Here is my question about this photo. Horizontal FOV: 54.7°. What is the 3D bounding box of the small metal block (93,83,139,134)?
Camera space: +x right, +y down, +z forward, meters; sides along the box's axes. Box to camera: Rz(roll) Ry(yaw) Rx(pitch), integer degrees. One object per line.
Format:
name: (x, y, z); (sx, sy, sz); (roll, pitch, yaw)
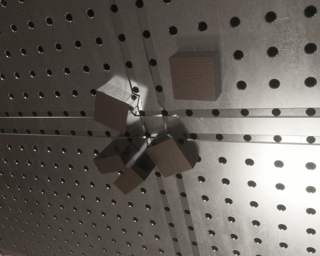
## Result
small metal block: (-0.061, -0.027, 0.425); (0.050, 0.025, 0.050); (24, 127, 13)

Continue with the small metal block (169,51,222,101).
small metal block: (0.041, -0.059, 0.352); (0.050, 0.025, 0.050); (5, 121, 25)

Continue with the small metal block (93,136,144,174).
small metal block: (-0.060, 0.039, 0.449); (0.050, 0.050, 0.025); (-14, 112, 33)

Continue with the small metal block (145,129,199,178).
small metal block: (0.016, 0.035, 0.423); (0.050, 0.025, 0.050); (-25, 105, 36)

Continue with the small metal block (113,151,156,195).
small metal block: (-0.034, 0.064, 0.451); (0.025, 0.050, 0.050); (45, 129, -4)
